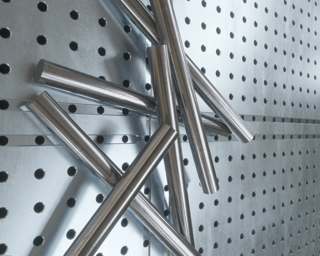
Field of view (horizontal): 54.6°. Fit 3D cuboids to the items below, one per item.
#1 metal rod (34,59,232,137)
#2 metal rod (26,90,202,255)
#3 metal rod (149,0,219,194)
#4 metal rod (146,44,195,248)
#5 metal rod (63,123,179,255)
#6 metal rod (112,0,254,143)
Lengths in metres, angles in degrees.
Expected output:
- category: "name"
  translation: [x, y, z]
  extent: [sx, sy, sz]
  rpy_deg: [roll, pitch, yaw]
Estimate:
- category: "metal rod"
  translation: [-0.006, -0.027, 0.402]
  extent: [0.302, 0.025, 0.025]
  rpy_deg: [15, 81, -39]
- category: "metal rod"
  translation: [-0.035, 0.079, 0.362]
  extent: [0.300, 0.025, 0.025]
  rpy_deg: [51, 60, -22]
- category: "metal rod"
  translation: [0.032, -0.047, 0.397]
  extent: [0.025, 0.025, 0.299]
  rpy_deg: [-32, 114, -35]
- category: "metal rod"
  translation: [0.018, 0.046, 0.401]
  extent: [0.025, 0.025, 0.298]
  rpy_deg: [-22, 111, -38]
- category: "metal rod"
  translation: [-0.075, 0.119, 0.313]
  extent: [0.025, 0.025, 0.300]
  rpy_deg: [45, 73, -31]
- category: "metal rod"
  translation: [0.037, -0.079, 0.420]
  extent: [0.300, 0.025, 0.025]
  rpy_deg: [44, 64, -25]
